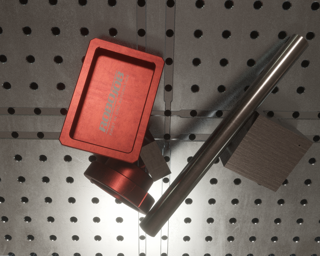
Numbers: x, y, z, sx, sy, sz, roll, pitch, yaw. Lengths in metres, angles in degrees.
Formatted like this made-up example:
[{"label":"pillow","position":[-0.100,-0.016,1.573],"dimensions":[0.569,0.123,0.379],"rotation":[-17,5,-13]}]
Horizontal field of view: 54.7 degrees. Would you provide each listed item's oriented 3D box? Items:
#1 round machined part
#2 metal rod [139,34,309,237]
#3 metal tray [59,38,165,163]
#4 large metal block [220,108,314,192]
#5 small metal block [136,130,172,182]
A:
[{"label":"round machined part","position":[-0.048,0.070,0.410],"dimensions":[0.098,0.098,0.042],"rotation":[38,70,-13]},{"label":"metal rod","position":[0.077,0.011,0.382],"dimensions":[0.025,0.025,0.299],"rotation":[38,92,-13]},{"label":"metal tray","position":[-0.054,-0.031,0.366],"dimensions":[0.091,0.030,0.129],"rotation":[16,81,-5]},{"label":"large metal block","position":[0.136,0.025,0.411],"dimensions":[0.080,0.050,0.080],"rotation":[26,108,-10]},{"label":"small metal block","position":[-0.011,0.036,0.411],"dimensions":[0.025,0.050,0.050],"rotation":[-27,109,-4]}]
